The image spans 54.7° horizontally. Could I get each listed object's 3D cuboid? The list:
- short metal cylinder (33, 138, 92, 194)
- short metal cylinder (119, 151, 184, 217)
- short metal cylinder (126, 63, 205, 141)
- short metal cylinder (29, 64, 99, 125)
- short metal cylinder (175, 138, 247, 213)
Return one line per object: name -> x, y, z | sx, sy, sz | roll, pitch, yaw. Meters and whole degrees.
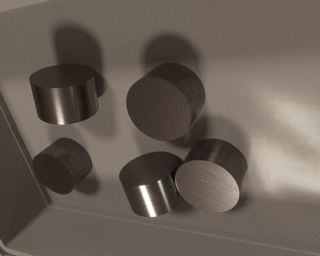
short metal cylinder -> -0.161, 0.063, 0.514 | 0.080, 0.050, 0.079 | 13, 124, 20
short metal cylinder -> -0.009, 0.074, 0.423 | 0.080, 0.080, 0.050 | -3, 117, 29
short metal cylinder -> 0.008, -0.031, 0.368 | 0.080, 0.050, 0.079 | 13, 124, 20
short metal cylinder -> -0.124, -0.046, 0.408 | 0.080, 0.080, 0.050 | 14, 124, 20
short metal cylinder -> 0.066, 0.060, 0.394 | 0.080, 0.050, 0.079 | 13, 124, 20
